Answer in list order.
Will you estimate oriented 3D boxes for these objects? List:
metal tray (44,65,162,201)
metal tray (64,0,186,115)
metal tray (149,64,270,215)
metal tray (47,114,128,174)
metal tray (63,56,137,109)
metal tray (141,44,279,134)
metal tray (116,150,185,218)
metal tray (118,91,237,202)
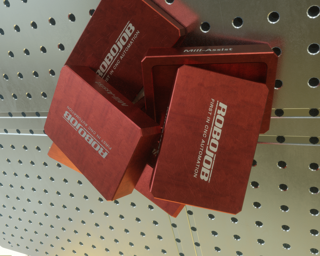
[{"bbox_3d":[-0.068,0.002,0.331,0.130,0.030,0.089,39,118,27],"label":"metal tray"},{"bbox_3d":[-0.045,-0.085,0.355,0.090,0.030,0.129,39,115,-1],"label":"metal tray"},{"bbox_3d":[0.047,0.012,0.309,0.090,0.030,0.129,13,90,-4],"label":"metal tray"},{"bbox_3d":[-0.105,0.026,0.451,0.090,0.030,0.129,31,142,-12],"label":"metal tray"},{"bbox_3d":[-0.089,-0.037,0.432,0.090,0.030,0.129,33,129,6],"label":"metal tray"},{"bbox_3d":[0.050,-0.039,0.329,0.131,0.030,0.089,-1,120,6],"label":"metal tray"},{"bbox_3d":[-0.010,0.063,0.396,0.090,0.130,0.030,36,87,3],"label":"metal tray"},{"bbox_3d":[0.025,0.013,0.365,0.130,0.090,0.030,38,130,3],"label":"metal tray"}]
